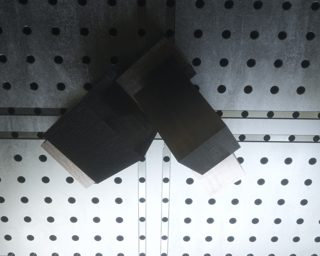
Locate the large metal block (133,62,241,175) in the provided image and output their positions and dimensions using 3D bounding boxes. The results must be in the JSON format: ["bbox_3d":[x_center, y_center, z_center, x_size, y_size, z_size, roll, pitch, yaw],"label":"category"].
[{"bbox_3d":[0.029,-0.005,0.307,0.050,0.080,0.080,-38,64,8],"label":"large metal block"}]

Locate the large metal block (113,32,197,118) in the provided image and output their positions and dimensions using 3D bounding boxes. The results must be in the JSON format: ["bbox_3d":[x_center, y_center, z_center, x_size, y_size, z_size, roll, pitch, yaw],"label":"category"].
[{"bbox_3d":[-0.009,-0.063,0.359,0.080,0.080,0.050,-40,106,13],"label":"large metal block"}]

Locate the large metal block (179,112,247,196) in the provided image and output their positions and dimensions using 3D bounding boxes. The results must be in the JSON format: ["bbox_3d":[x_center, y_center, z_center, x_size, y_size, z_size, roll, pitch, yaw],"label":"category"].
[{"bbox_3d":[0.058,0.024,0.392,0.050,0.080,0.080,-32,107,11],"label":"large metal block"}]

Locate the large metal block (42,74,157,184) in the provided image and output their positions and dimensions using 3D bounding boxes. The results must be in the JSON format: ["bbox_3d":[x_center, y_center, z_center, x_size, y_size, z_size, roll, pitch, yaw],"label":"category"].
[{"bbox_3d":[-0.062,0.004,0.331,0.080,0.050,0.080,-32,109,37],"label":"large metal block"}]

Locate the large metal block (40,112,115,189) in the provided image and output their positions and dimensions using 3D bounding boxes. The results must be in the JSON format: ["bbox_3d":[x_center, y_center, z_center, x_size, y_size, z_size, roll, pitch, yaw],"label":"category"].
[{"bbox_3d":[-0.090,0.018,0.405,0.080,0.050,0.080,-38,106,12],"label":"large metal block"}]
